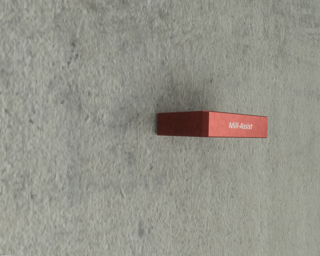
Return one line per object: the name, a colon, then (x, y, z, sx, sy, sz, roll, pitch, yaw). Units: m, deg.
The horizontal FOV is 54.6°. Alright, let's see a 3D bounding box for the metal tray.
metal tray: (0.072, -0.003, 0.421, 0.131, 0.090, 0.030, 2, 89, -40)
